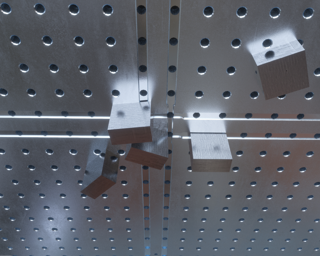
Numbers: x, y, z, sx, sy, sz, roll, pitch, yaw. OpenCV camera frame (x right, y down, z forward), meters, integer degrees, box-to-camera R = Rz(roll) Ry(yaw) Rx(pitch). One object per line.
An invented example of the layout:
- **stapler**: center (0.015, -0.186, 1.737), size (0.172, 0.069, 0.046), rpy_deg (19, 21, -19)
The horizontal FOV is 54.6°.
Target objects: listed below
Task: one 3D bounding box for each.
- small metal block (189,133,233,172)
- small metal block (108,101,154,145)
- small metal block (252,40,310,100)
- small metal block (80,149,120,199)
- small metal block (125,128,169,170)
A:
- **small metal block**: center (0.068, 0.033, 0.424), size (0.050, 0.050, 0.025), rpy_deg (1, 130, -1)
- **small metal block**: center (-0.035, -0.007, 0.389), size (0.050, 0.050, 0.025), rpy_deg (-5, 130, 4)
- **small metal block**: center (0.139, -0.066, 0.357), size (0.050, 0.025, 0.050), rpy_deg (-18, 128, 14)
- **small metal block**: center (-0.087, 0.067, 0.451), size (0.025, 0.050, 0.050), rpy_deg (36, 121, -26)
- **small metal block**: center (-0.017, 0.023, 0.415), size (0.050, 0.050, 0.025), rpy_deg (18, 128, -15)
